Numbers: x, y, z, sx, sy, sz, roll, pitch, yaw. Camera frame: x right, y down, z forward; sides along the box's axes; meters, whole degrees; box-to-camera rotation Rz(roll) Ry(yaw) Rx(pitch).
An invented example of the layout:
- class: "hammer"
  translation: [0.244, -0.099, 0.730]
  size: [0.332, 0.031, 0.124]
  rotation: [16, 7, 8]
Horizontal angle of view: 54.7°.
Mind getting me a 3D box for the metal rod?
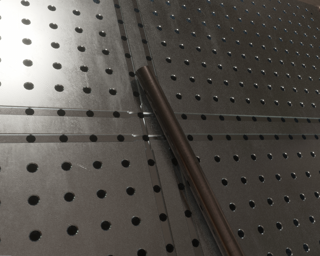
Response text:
- class: "metal rod"
  translation: [0.038, 0.046, 0.401]
  size: [0.025, 0.025, 0.299]
  rotation: [-13, 69, -34]
